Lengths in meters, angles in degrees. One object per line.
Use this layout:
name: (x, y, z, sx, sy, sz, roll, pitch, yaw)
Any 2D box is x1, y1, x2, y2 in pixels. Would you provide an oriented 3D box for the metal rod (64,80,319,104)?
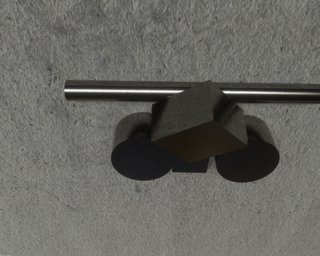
metal rod: (0.041, -0.043, 0.372, 0.302, 0.025, 0.025, 1, 130, -1)

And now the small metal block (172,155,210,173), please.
small metal block: (0.043, 0.038, 0.442, 0.050, 0.025, 0.050, 1, 130, -2)

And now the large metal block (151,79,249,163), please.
large metal block: (0.047, -0.003, 0.367, 0.080, 0.050, 0.080, -21, 145, 33)

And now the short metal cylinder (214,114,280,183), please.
short metal cylinder: (0.113, 0.028, 0.417, 0.081, 0.050, 0.079, 0, 130, 0)

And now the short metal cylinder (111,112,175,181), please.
short metal cylinder: (-0.022, 0.025, 0.413, 0.081, 0.050, 0.079, 0, 130, 0)
